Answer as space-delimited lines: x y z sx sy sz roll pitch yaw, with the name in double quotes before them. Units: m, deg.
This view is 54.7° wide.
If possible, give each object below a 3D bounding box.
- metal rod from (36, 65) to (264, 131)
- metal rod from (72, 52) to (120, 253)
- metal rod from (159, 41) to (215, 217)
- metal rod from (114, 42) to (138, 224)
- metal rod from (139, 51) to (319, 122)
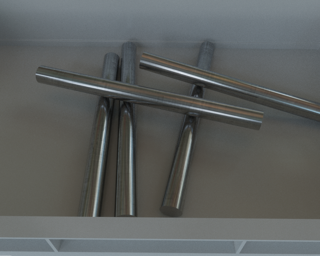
"metal rod" -0.021 -0.042 0.405 0.301 0.025 0.025 13 51 10
"metal rod" -0.075 0.004 0.400 0.025 0.025 0.300 0 50 -1
"metal rod" 0.046 -0.023 0.424 0.025 0.025 0.300 10 51 8
"metal rod" -0.044 -0.019 0.420 0.025 0.025 0.300 -2 50 -2
"metal rod" 0.118 -0.051 0.426 0.301 0.025 0.025 17 52 4
